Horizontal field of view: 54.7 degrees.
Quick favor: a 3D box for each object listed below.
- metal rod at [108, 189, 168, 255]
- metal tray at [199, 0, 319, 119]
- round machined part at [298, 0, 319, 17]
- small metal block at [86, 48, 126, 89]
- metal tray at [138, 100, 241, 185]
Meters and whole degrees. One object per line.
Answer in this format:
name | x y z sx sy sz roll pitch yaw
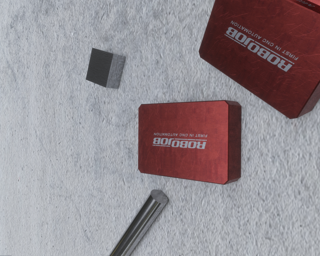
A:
metal rod | -0.073 0.206 0.462 0.025 0.025 0.298 46 117 30
metal tray | 0.103 -0.081 0.297 0.130 0.030 0.089 44 136 31
round machined part | 0.156 -0.147 0.265 0.098 0.042 0.097 0 90 39
small metal block | -0.083 -0.091 0.471 0.050 0.025 0.050 24 105 37
metal tray | 0.031 0.014 0.375 0.130 0.030 0.089 1 91 39
